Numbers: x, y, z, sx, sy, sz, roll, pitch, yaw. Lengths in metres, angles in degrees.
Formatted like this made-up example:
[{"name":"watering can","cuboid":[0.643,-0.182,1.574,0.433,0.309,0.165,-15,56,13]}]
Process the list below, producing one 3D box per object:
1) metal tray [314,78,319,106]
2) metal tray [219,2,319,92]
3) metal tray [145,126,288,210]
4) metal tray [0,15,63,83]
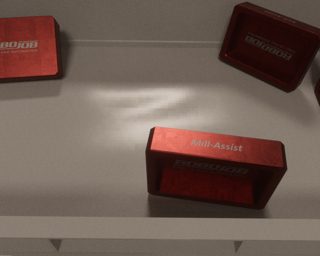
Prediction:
[{"name":"metal tray","cuboid":[0.247,-0.065,0.395,0.030,0.129,0.090,3,50,2]},{"name":"metal tray","cuboid":[0.162,-0.123,0.465,0.130,0.089,0.030,33,42,24]},{"name":"metal tray","cuboid":[0.053,0.045,0.325,0.131,0.089,0.030,7,51,5]},{"name":"metal tray","cuboid":[-0.218,-0.116,0.465,0.131,0.030,0.089,-5,88,-5]}]
